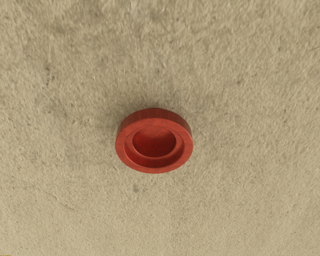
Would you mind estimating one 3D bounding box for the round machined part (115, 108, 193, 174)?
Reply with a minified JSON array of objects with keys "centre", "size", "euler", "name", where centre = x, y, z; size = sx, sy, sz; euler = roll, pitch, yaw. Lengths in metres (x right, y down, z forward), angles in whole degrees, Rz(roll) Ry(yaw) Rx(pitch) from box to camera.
[{"centre":[-0.007,0.012,0.406],"size":[0.099,0.042,0.097],"euler":[-1,130,0],"name":"round machined part"}]
